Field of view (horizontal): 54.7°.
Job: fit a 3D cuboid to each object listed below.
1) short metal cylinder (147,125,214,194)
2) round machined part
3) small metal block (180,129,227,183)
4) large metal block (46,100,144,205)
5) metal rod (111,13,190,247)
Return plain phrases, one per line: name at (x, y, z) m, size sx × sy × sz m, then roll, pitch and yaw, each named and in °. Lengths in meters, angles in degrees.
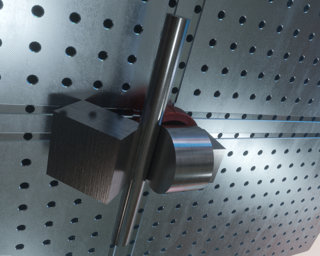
short metal cylinder at (0.019, 0.036, 0.371) m, size 0.050 × 0.080 × 0.079 m, roll 1°, pitch 118°, yaw -29°
round machined part at (-0.001, 0.014, 0.408) m, size 0.099 × 0.042 × 0.097 m, roll -14°, pitch 125°, yaw -21°
small metal block at (0.052, 0.035, 0.392) m, size 0.025 × 0.050 × 0.050 m, roll 1°, pitch 118°, yaw -30°
large metal block at (-0.073, 0.024, 0.344) m, size 0.050 × 0.080 × 0.079 m, roll -39°, pitch 148°, yaw -61°
metal rod at (-0.019, 0.022, 0.362) m, size 0.025 × 0.025 × 0.298 m, roll 1°, pitch 118°, yaw -29°
